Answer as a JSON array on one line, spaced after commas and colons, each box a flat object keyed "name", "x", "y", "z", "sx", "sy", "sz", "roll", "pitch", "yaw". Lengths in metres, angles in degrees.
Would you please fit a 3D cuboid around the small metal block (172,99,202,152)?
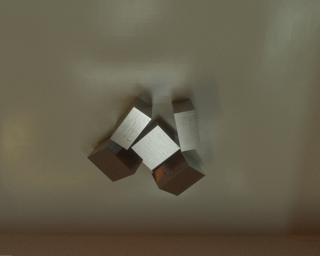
[{"name": "small metal block", "x": 0.033, "y": -0.005, "z": 0.394, "sx": 0.025, "sy": 0.050, "sz": 0.050, "roll": -11, "pitch": 110, "yaw": 3}]

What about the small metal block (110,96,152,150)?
[{"name": "small metal block", "x": -0.035, "y": -0.007, "z": 0.392, "sx": 0.025, "sy": 0.050, "sz": 0.050, "roll": 35, "pitch": 106, "yaw": -12}]

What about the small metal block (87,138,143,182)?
[{"name": "small metal block", "x": -0.060, "y": 0.041, "z": 0.412, "sx": 0.050, "sy": 0.025, "sz": 0.050, "roll": 47, "pitch": 136, "yaw": -16}]

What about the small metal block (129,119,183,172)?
[{"name": "small metal block", "x": -0.005, "y": 0.025, "z": 0.418, "sx": 0.050, "sy": 0.025, "sz": 0.050, "roll": -40, "pitch": 106, "yaw": 13}]

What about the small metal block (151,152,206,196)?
[{"name": "small metal block", "x": 0.026, "y": 0.063, "z": 0.419, "sx": 0.050, "sy": 0.025, "sz": 0.050, "roll": -39, "pitch": 143, "yaw": 12}]
